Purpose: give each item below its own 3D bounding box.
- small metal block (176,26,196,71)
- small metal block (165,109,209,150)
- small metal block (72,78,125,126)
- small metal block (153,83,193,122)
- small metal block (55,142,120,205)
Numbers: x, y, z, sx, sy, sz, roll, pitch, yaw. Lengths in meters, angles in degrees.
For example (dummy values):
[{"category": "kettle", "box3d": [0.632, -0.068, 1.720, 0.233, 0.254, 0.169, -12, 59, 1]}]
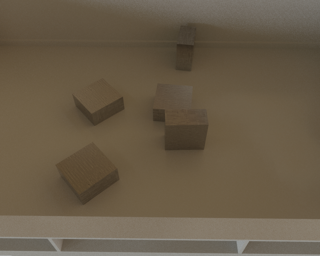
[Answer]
[{"category": "small metal block", "box3d": [0.042, -0.127, 0.496, 0.025, 0.050, 0.050, 7, 50, 6]}, {"category": "small metal block", "box3d": [0.031, 0.003, 0.387, 0.050, 0.050, 0.025, -1, 50, -1]}, {"category": "small metal block", "box3d": [-0.086, -0.037, 0.436, 0.050, 0.025, 0.050, -33, 58, -25]}, {"category": "small metal block", "box3d": [0.019, -0.035, 0.434, 0.050, 0.025, 0.050, 5, 50, 4]}, {"category": "small metal block", "box3d": [-0.084, 0.052, 0.361, 0.050, 0.025, 0.050, -34, 58, -25]}]
